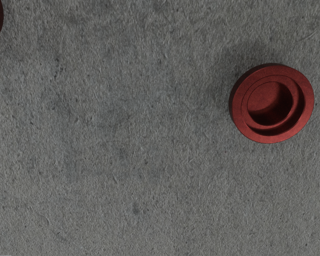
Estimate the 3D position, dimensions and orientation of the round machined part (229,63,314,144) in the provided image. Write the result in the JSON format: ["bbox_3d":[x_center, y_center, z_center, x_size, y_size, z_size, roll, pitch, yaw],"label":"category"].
[{"bbox_3d":[0.135,-0.033,0.390,0.099,0.042,0.097,0,110,0],"label":"round machined part"}]

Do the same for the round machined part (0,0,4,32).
[{"bbox_3d":[-0.226,-0.135,0.349,0.099,0.042,0.097,0,110,0],"label":"round machined part"}]
